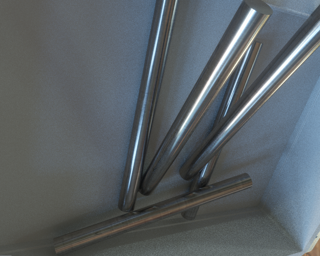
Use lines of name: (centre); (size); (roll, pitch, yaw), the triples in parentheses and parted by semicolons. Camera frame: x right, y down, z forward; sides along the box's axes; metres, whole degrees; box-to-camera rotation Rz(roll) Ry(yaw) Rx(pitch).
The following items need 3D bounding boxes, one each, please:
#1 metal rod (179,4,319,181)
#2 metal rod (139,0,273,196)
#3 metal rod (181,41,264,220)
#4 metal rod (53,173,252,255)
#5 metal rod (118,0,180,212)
metal rod: (0.097, -0.018, 0.370); (0.025, 0.025, 0.298); (-1, 144, -28)
metal rod: (0.028, -0.003, 0.347); (0.025, 0.025, 0.298); (-4, 144, -27)
metal rod: (0.086, 0.017, 0.465); (0.025, 0.025, 0.298); (2, 118, -29)
metal rod: (0.001, 0.122, 0.455); (0.302, 0.025, 0.025); (-15, 125, -17)
metal rod: (-0.019, -0.017, 0.387); (0.025, 0.025, 0.298); (-2, 119, -28)
